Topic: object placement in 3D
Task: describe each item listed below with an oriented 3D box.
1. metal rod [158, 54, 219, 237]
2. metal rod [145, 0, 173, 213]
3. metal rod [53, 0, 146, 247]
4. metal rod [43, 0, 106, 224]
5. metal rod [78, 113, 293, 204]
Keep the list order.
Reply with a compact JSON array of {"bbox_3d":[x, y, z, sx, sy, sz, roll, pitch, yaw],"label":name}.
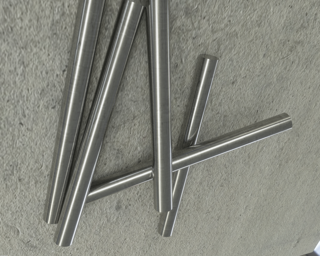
[{"bbox_3d":[0.035,0.042,0.451,0.025,0.025,0.298,-3,120,-27],"label":"metal rod"},{"bbox_3d":[0.000,-0.035,0.353,0.025,0.025,0.298,-11,114,-22],"label":"metal rod"},{"bbox_3d":[-0.075,0.008,0.355,0.025,0.025,0.298,9,109,-32],"label":"metal rod"},{"bbox_3d":[-0.098,-0.015,0.343,0.025,0.025,0.298,3,117,-30],"label":"metal rod"},{"bbox_3d":[0.036,0.040,0.419,0.302,0.025,0.025,-19,127,-5],"label":"metal rod"}]
